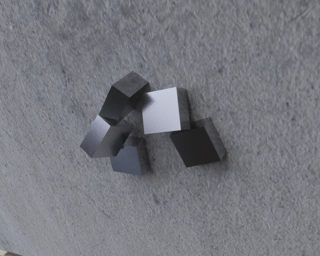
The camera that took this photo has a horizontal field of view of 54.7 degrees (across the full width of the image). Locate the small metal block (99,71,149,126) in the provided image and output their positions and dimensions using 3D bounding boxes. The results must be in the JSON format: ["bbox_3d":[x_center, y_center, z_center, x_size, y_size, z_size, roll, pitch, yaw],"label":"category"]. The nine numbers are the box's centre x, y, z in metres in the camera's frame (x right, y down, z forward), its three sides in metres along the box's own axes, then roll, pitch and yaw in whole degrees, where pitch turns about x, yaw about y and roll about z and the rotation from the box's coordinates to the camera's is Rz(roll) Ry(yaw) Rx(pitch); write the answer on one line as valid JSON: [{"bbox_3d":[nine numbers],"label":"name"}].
[{"bbox_3d":[-0.045,-0.038,0.390,0.025,0.050,0.050,36,129,4],"label":"small metal block"}]

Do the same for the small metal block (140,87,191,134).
[{"bbox_3d":[0.006,-0.020,0.377,0.050,0.025,0.050,-7,87,31],"label":"small metal block"}]

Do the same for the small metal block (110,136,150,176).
[{"bbox_3d":[-0.046,0.039,0.454,0.050,0.025,0.050,5,121,25],"label":"small metal block"}]

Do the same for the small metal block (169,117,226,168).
[{"bbox_3d":[0.048,0.019,0.392,0.050,0.025,0.050,-17,110,34],"label":"small metal block"}]

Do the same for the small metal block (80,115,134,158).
[{"bbox_3d":[-0.070,0.012,0.411,0.025,0.050,0.050,39,107,25],"label":"small metal block"}]
